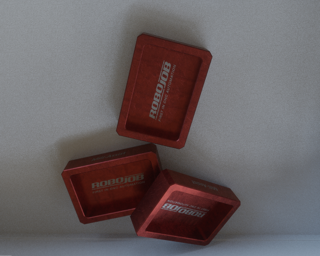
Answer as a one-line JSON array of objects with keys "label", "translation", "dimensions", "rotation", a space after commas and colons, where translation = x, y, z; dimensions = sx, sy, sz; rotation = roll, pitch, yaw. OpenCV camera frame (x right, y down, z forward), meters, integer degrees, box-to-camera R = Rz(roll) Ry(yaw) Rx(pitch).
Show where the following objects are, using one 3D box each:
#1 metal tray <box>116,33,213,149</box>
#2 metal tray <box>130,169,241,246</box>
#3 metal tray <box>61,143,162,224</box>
[{"label": "metal tray", "translation": [0.003, -0.045, 0.392], "dimensions": [0.091, 0.030, 0.129], "rotation": [13, 109, -6]}, {"label": "metal tray", "translation": [0.037, 0.113, 0.425], "dimensions": [0.131, 0.030, 0.090], "rotation": [22, 110, -32]}, {"label": "metal tray", "translation": [-0.060, 0.079, 0.437], "dimensions": [0.131, 0.030, 0.089], "rotation": [-12, 110, 4]}]
